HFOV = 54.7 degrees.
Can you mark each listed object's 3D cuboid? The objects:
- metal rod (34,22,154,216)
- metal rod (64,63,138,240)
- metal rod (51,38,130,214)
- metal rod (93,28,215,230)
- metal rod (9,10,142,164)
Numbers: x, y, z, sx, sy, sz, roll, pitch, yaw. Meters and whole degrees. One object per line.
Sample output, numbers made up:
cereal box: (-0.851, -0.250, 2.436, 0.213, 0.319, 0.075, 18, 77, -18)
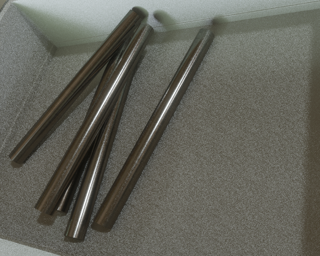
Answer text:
metal rod: (-0.083, -0.025, 0.430, 0.025, 0.025, 0.300, 14, 69, 33)
metal rod: (-0.074, 0.003, 0.443, 0.025, 0.025, 0.300, -1, 61, 28)
metal rod: (-0.098, -0.022, 0.470, 0.025, 0.025, 0.300, 2, 62, 29)
metal rod: (0.000, -0.011, 0.412, 0.025, 0.025, 0.300, 17, 70, 35)
metal rod: (-0.134, -0.064, 0.493, 0.300, 0.025, 0.025, -50, 51, 2)
